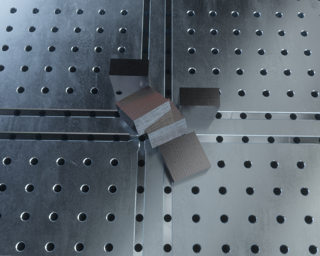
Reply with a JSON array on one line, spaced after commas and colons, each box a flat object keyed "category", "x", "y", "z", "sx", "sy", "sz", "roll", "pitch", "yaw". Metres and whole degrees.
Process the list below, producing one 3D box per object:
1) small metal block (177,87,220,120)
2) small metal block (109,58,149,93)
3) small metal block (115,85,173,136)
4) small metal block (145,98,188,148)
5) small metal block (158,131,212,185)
[{"category": "small metal block", "x": 0.050, "y": -0.031, "z": 0.410, "sx": 0.050, "sy": 0.050, "sz": 0.025, "roll": 1, "pitch": 70, "yaw": 0}, {"category": "small metal block", "x": -0.040, "y": -0.070, "z": 0.424, "sx": 0.050, "sy": 0.050, "sz": 0.025, "roll": 1, "pitch": 70, "yaw": 0}, {"category": "small metal block", "x": -0.020, "y": -0.023, "z": 0.389, "sx": 0.050, "sy": 0.025, "sz": 0.050, "roll": -31, "pitch": 43, "yaw": -17}, {"category": "small metal block", "x": 0.001, "y": -0.007, "z": 0.403, "sx": 0.050, "sy": 0.025, "sz": 0.050, "roll": -24, "pitch": 41, "yaw": -9}, {"category": "small metal block", "x": 0.031, "y": 0.039, "z": 0.398, "sx": 0.050, "sy": 0.025, "sz": 0.050, "roll": -21, "pitch": 72, "yaw": -8}]
